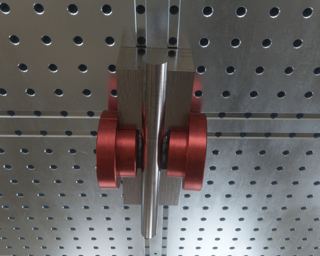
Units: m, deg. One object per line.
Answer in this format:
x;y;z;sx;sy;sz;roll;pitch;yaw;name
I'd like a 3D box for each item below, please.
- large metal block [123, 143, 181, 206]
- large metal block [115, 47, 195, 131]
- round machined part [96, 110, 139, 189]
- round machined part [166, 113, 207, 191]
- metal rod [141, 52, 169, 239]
-0.012;0.068;0.452;0.081;0.050;0.079;2;130;-2;large metal block
-0.006;-0.044;0.357;0.081;0.050;0.079;2;130;-2;large metal block
-0.049;0.027;0.385;0.042;0.098;0.097;2;130;-1;round machined part
0.031;0.029;0.388;0.042;0.098;0.097;4;130;2;round machined part
-0.011;0.048;0.386;0.025;0.025;0.298;2;130;-2;metal rod
